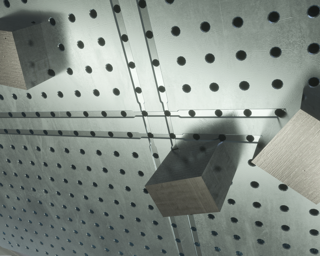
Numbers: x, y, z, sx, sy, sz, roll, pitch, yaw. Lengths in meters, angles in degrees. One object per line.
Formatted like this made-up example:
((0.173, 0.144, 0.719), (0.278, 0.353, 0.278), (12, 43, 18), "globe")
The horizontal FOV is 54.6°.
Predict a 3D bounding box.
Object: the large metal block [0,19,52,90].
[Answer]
((-0.210, -0.106, 0.441), (0.080, 0.050, 0.080), (13, 124, 21), "large metal block")

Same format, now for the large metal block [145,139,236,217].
((0.041, 0.063, 0.394), (0.080, 0.080, 0.050), (-17, 110, 35), "large metal block")

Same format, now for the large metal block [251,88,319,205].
((0.157, 0.020, 0.324), (0.080, 0.050, 0.080), (34, 129, 6), "large metal block")
